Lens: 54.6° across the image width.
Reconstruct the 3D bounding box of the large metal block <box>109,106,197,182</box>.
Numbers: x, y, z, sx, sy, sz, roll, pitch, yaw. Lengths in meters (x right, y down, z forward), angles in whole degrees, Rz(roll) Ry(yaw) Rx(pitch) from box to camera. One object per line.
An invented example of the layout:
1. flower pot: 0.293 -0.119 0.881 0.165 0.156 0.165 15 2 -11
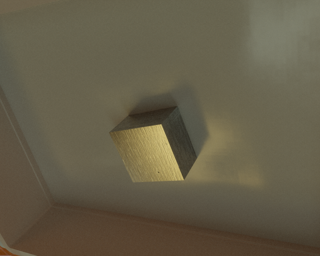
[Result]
1. large metal block: -0.007 0.023 0.411 0.080 0.050 0.080 -9 114 32
